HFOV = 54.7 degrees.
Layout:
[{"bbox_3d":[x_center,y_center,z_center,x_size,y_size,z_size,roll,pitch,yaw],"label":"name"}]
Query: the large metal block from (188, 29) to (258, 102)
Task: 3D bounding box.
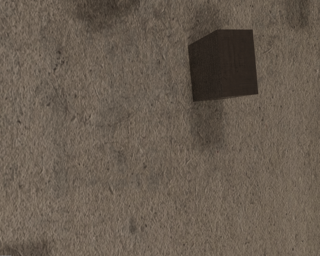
[{"bbox_3d":[0.081,-0.079,0.411,0.050,0.080,0.079,-7,93,-20],"label":"large metal block"}]
